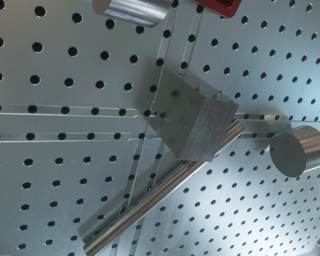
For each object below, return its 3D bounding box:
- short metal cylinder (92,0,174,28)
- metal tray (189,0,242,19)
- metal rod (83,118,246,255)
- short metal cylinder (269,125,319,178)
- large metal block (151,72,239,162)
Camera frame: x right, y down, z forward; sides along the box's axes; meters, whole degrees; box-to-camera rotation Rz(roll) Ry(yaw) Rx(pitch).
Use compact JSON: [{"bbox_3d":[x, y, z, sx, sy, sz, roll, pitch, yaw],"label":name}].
[{"bbox_3d":[-0.024,-0.136,0.278,0.050,0.080,0.079,5,116,-31],"label":"short metal cylinder"},{"bbox_3d":[0.067,-0.194,0.323,0.091,0.030,0.129,13,112,-34],"label":"metal tray"},{"bbox_3d":[0.007,0.091,0.471,0.300,0.025,0.025,-40,129,-1],"label":"metal rod"},{"bbox_3d":[0.235,0.039,0.528,0.050,0.080,0.079,-13,124,-22],"label":"short metal cylinder"},{"bbox_3d":[0.040,-0.014,0.389,0.050,0.080,0.079,8,114,-32],"label":"large metal block"}]
